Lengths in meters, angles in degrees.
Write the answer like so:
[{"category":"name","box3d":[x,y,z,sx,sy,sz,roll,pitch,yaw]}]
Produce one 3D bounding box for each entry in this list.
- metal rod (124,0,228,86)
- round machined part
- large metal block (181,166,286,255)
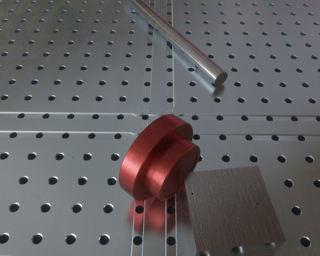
[{"category":"metal rod","box3d":[0.014,-0.172,0.552,0.025,0.025,0.300,-25,55,-20]},{"category":"round machined part","box3d":[0.006,0.038,0.329,0.042,0.097,0.098,33,58,25]},{"category":"large metal block","box3d":[0.068,0.089,0.317,0.081,0.050,0.080,-5,50,-4]}]
